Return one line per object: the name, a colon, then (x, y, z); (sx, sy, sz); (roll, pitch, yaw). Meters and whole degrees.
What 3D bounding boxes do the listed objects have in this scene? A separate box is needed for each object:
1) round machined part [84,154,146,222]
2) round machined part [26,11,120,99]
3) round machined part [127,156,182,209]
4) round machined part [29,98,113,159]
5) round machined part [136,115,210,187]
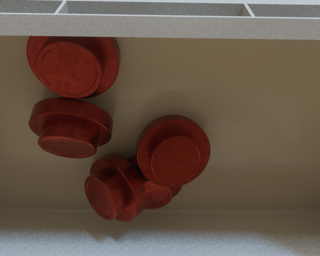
round machined part: (-0.069, 0.090, 0.438); (0.098, 0.042, 0.097); (20, 122, 36)
round machined part: (-0.094, -0.071, 0.336); (0.099, 0.042, 0.097); (0, 130, 0)
round machined part: (-0.015, 0.087, 0.471); (0.099, 0.042, 0.097); (0, 130, 0)
round machined part: (-0.109, 0.006, 0.380); (0.099, 0.042, 0.098); (3, 153, 2)
round machined part: (0.019, 0.035, 0.406); (0.099, 0.042, 0.097); (-3, 110, -9)
